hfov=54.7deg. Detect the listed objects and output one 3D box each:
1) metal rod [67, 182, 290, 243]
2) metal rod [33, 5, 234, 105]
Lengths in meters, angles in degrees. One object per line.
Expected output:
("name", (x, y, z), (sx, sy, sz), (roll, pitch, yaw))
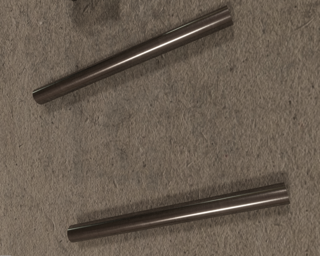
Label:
("metal rod", (0.010, 0.114, 0.404), (0.301, 0.025, 0.025), (-16, 85, 18))
("metal rod", (-0.049, -0.093, 0.425), (0.300, 0.025, 0.025), (-19, 84, 18))
